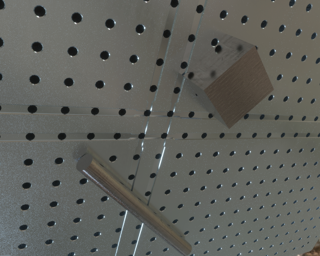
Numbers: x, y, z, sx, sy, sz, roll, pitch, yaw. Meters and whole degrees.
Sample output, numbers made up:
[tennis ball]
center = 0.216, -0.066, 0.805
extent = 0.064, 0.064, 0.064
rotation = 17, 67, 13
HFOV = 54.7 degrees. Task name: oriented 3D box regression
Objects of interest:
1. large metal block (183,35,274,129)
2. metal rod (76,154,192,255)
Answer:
[large metal block]
center = 0.091, -0.060, 0.408
extent = 0.080, 0.050, 0.080
rotation = -42, 130, 0
[metal rod]
center = -0.023, 0.134, 0.481
extent = 0.025, 0.025, 0.300
rotation = -39, 130, -2
